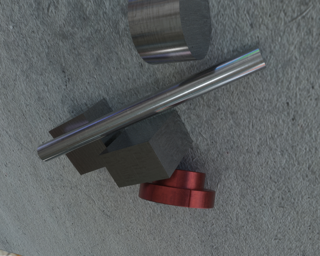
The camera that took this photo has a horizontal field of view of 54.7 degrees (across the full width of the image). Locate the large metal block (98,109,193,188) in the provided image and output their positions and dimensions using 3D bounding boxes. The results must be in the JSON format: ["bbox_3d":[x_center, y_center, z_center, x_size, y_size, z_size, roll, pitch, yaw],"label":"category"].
[{"bbox_3d":[-0.016,0.026,0.394,0.080,0.080,0.050,-17,109,34],"label":"large metal block"}]

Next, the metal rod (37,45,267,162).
[{"bbox_3d":[-0.027,-0.019,0.365,0.300,0.025,0.025,-22,107,22],"label":"metal rod"}]

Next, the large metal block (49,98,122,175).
[{"bbox_3d":[-0.098,0.014,0.449,0.080,0.050,0.080,-22,107,36],"label":"large metal block"}]

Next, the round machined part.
[{"bbox_3d":[0.024,0.075,0.406,0.098,0.098,0.042,4,82,26],"label":"round machined part"}]

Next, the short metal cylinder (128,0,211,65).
[{"bbox_3d":[0.012,-0.104,0.300,0.050,0.080,0.080,0,119,28],"label":"short metal cylinder"}]
